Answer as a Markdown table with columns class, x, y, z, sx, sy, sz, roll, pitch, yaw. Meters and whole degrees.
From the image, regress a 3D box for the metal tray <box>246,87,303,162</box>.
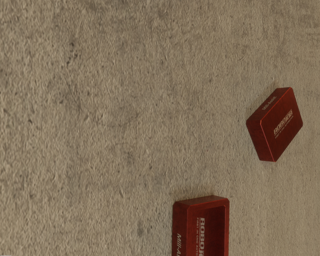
| class | x | y | z | sx | sy | sz | roll | pitch | yaw |
| --- | --- | --- | --- | --- | --- | --- | --- | --- | --- |
| metal tray | 0.220 | -0.008 | 0.585 | 0.131 | 0.030 | 0.090 | -40 | 115 | -33 |

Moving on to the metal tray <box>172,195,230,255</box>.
| class | x | y | z | sx | sy | sz | roll | pitch | yaw |
| --- | --- | --- | --- | --- | --- | --- | --- | --- | --- |
| metal tray | 0.061 | 0.170 | 0.451 | 0.091 | 0.030 | 0.129 | 2 | 89 | -40 |
